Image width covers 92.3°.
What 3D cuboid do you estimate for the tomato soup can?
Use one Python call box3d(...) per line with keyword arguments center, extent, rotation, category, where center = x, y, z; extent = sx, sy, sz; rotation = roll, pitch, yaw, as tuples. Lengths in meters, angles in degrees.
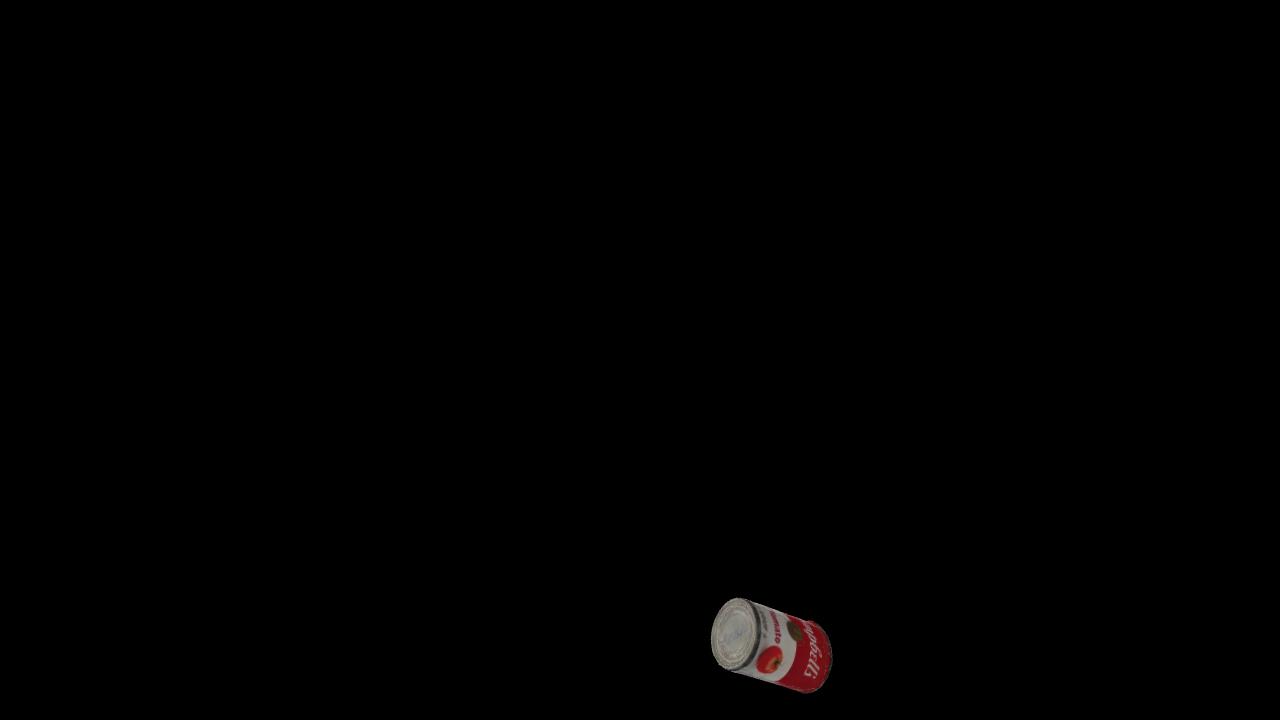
box3d(center=(0.128, 0.280, 0.605), extent=(0.101, 0.068, 0.068), rotation=(27, -11, -23), category="tomato soup can")
